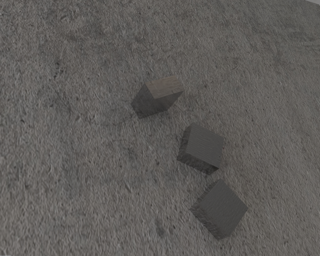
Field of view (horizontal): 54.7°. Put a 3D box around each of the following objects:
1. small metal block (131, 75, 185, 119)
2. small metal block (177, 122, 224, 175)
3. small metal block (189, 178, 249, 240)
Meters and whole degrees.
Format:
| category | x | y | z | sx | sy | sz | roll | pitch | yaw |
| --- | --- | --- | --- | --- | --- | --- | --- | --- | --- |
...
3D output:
| category | x | y | z | sx | sy | sz | roll | pitch | yaw |
| --- | --- | --- | --- | --- | --- | --- | --- | --- | --- |
| small metal block | -0.004 | -0.041 | 0.410 | 0.050 | 0.050 | 0.025 | -20 | 73 | -36 |
| small metal block | 0.055 | 0.028 | 0.416 | 0.050 | 0.025 | 0.050 | 26 | 52 | -12 |
| small metal block | 0.073 | 0.100 | 0.382 | 0.050 | 0.025 | 0.050 | 47 | 51 | 5 |
